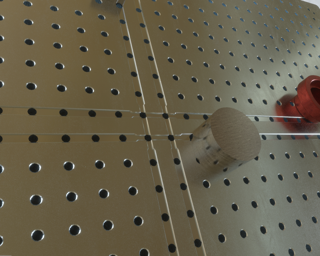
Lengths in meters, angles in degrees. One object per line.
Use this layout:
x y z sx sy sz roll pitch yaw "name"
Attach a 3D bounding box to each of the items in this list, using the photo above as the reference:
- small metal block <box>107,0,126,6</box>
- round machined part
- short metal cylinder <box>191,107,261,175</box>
-0.079 -0.235 0.509 0.050 0.025 0.050 13 56 -21 "small metal block"
0.297 -0.048 0.586 0.099 0.042 0.098 14 56 -21 "round machined part"
0.091 0.018 0.430 0.081 0.050 0.080 14 56 -21 "short metal cylinder"
